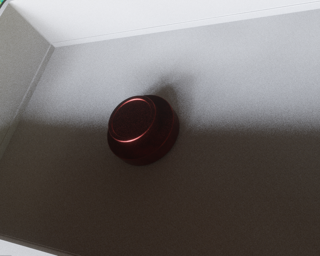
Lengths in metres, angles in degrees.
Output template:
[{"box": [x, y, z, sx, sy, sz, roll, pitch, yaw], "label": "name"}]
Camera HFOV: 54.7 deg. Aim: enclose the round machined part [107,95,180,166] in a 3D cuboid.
[{"box": [-0.028, -0.004, 0.406, 0.098, 0.042, 0.098, -13, 56, 20], "label": "round machined part"}]
